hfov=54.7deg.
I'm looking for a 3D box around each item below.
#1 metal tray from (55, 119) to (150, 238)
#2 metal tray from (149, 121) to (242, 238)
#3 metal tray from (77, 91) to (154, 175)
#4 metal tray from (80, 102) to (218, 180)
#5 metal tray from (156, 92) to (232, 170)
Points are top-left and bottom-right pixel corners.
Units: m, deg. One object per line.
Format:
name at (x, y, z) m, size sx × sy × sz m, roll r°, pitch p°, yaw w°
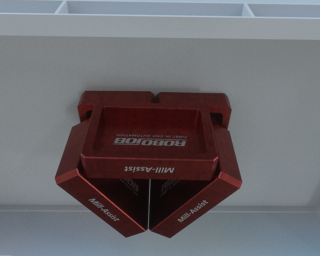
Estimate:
metal tray at (-0.061, 0.061, 0.376) m, size 0.030 × 0.090 × 0.130 m, roll -25°, pitch 126°, yaw 20°
metal tray at (0.036, 0.064, 0.378) m, size 0.030 × 0.090 × 0.129 m, roll 29°, pitch 125°, yaw -22°
metal tray at (-0.053, 0.013, 0.415) m, size 0.091 × 0.030 × 0.129 m, roll 0°, pitch 129°, yaw 0°
metal tray at (-0.010, 0.011, 0.333) m, size 0.131 × 0.090 × 0.030 m, roll 2°, pitch 130°, yaw -1°
metal tray at (0.039, 0.015, 0.417) m, size 0.091 × 0.030 × 0.129 m, roll 1°, pitch 129°, yaw -1°
